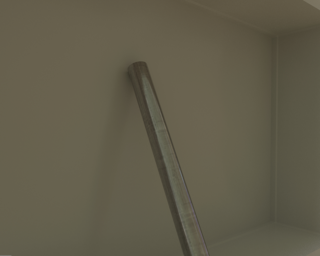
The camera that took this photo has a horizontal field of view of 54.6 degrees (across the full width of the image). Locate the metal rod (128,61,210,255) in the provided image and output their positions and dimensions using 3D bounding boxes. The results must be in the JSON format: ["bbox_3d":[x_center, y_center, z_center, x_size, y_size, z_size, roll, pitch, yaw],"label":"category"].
[{"bbox_3d":[0.015,0.060,0.337,0.025,0.025,0.299,-1,65,-40],"label":"metal rod"}]
